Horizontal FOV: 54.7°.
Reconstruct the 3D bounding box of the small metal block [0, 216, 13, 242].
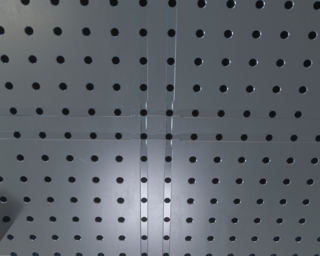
[{"bbox_3d":[-0.255,0.150,0.453,0.050,0.050,0.025,42,105,-14],"label":"small metal block"}]
